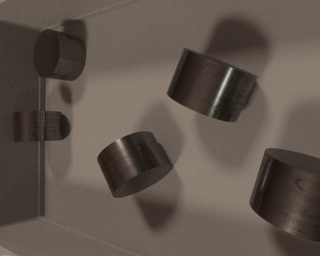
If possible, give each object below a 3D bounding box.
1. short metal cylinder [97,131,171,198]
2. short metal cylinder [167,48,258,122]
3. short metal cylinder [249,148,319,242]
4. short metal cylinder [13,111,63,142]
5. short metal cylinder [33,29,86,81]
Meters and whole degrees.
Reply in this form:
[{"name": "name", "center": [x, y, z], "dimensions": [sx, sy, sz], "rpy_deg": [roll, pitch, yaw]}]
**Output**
[{"name": "short metal cylinder", "center": [-0.033, 0.047, 0.396], "dimensions": [0.080, 0.081, 0.050], "rpy_deg": [-43, 65, 31]}, {"name": "short metal cylinder", "center": [0.054, -0.046, 0.326], "dimensions": [0.080, 0.081, 0.050], "rpy_deg": [33, 111, 34]}, {"name": "short metal cylinder", "center": [0.125, 0.054, 0.268], "dimensions": [0.080, 0.081, 0.050], "rpy_deg": [22, 104, 37]}, {"name": "short metal cylinder", "center": [-0.214, -0.002, 0.544], "dimensions": [0.080, 0.081, 0.050], "rpy_deg": [-4, 88, 39]}, {"name": "short metal cylinder", "center": [-0.172, -0.123, 0.529], "dimensions": [0.080, 0.050, 0.079], "rpy_deg": [0, 90, 39]}]
